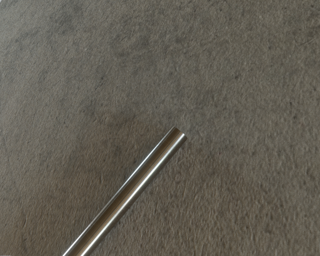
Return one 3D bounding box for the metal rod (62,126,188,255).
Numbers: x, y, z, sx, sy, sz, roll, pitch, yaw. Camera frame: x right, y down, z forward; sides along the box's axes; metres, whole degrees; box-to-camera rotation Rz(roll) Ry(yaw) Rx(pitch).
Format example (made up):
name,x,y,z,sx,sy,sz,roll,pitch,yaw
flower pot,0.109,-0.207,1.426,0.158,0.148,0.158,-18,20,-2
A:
name,x,y,z,sx,sy,sz,roll,pitch,yaw
metal rod,-0.072,0.119,0.367,0.025,0.025,0.300,35,81,38
